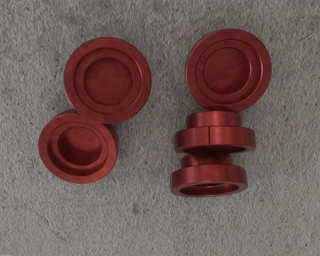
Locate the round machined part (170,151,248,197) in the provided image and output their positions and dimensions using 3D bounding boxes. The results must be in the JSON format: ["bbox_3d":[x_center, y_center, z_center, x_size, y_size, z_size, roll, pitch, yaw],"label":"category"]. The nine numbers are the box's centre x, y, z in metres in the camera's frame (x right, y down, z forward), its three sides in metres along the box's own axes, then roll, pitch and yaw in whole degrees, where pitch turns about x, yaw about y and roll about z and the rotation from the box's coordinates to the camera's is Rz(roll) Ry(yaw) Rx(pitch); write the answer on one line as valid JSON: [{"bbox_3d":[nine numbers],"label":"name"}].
[{"bbox_3d":[0.062,0.060,0.405,0.099,0.098,0.042,-3,66,1],"label":"round machined part"}]

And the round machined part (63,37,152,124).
[{"bbox_3d":[-0.061,-0.055,0.370,0.099,0.042,0.097,-1,96,-9],"label":"round machined part"}]

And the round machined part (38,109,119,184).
[{"bbox_3d":[-0.103,0.020,0.407,0.099,0.042,0.097,0,111,0],"label":"round machined part"}]

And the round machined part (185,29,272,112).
[{"bbox_3d":[0.079,-0.069,0.375,0.099,0.042,0.097,0,108,0],"label":"round machined part"}]

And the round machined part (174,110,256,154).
[{"bbox_3d":[0.066,0.007,0.382,0.099,0.098,0.042,0,79,0],"label":"round machined part"}]
